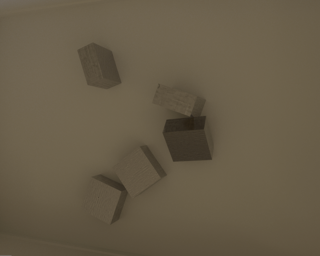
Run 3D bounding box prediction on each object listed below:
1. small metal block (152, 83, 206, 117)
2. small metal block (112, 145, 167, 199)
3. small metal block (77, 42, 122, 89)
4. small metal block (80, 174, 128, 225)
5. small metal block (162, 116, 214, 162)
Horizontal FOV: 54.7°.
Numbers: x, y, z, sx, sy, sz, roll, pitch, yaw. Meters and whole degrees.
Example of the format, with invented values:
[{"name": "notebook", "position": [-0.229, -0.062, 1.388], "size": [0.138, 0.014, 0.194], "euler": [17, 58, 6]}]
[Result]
[{"name": "small metal block", "position": [0.025, -0.033, 0.388], "size": [0.050, 0.050, 0.025], "euler": [21, 97, 19]}, {"name": "small metal block", "position": [-0.028, 0.059, 0.420], "size": [0.050, 0.025, 0.050], "euler": [-38, 78, 16]}, {"name": "small metal block", "position": [-0.082, -0.084, 0.426], "size": [0.025, 0.050, 0.050], "euler": [-20, 84, 19]}, {"name": "small metal block", "position": [-0.078, 0.100, 0.438], "size": [0.050, 0.025, 0.050], "euler": [21, 97, 18]}, {"name": "small metal block", "position": [0.036, 0.014, 0.384], "size": [0.050, 0.025, 0.050], "euler": [-5, 128, 20]}]
